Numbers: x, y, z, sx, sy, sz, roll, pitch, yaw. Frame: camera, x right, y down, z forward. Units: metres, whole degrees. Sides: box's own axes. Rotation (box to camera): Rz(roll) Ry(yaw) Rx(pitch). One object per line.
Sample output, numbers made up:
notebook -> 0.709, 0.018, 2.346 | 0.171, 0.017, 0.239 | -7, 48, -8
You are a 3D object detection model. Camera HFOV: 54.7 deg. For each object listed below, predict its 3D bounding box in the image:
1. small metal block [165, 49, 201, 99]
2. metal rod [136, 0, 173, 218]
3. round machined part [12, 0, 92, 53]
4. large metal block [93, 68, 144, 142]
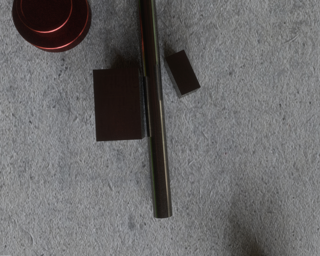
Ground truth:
small metal block -> 0.027, -0.067, 0.398 | 0.025, 0.050, 0.050 | -24, 90, 0
metal rod -> -0.008, -0.033, 0.409 | 0.025, 0.025, 0.298 | -5, 90, -1
round machined part -> -0.142, -0.151, 0.400 | 0.099, 0.042, 0.097 | 0, 90, -1
large metal block -> -0.047, -0.026, 0.382 | 0.050, 0.080, 0.079 | -3, 90, 0
